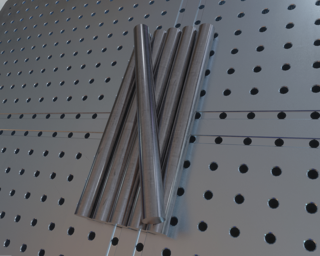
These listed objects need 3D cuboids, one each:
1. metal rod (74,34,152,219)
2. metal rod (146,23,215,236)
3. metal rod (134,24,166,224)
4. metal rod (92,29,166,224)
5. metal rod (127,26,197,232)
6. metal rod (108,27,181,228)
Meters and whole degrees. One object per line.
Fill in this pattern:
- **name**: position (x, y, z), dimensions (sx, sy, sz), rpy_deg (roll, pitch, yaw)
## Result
- **metal rod**: position (-0.060, -0.020, 0.451), dimensions (0.025, 0.025, 0.300), rpy_deg (1, 62, 29)
- **metal rod**: position (0.033, -0.016, 0.402), dimensions (0.025, 0.025, 0.300), rpy_deg (1, 62, 29)
- **metal rod**: position (-0.018, -0.029, 0.404), dimensions (0.025, 0.025, 0.300), rpy_deg (-18, 55, 18)
- **metal rod**: position (-0.034, -0.018, 0.437), dimensions (0.025, 0.025, 0.300), rpy_deg (1, 62, 29)
- **metal rod**: position (0.010, -0.016, 0.415), dimensions (0.025, 0.025, 0.300), rpy_deg (1, 62, 29)
- **metal rod**: position (-0.013, -0.017, 0.425), dimensions (0.025, 0.025, 0.300), rpy_deg (1, 62, 29)
